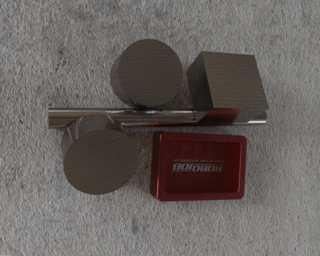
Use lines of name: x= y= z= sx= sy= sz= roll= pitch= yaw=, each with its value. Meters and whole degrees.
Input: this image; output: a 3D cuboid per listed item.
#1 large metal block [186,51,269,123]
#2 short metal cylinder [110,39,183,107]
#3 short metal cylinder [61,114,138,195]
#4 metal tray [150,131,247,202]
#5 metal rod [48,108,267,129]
large metal block: x=0.088 y=-0.053 z=0.416 sx=0.081 sy=0.050 sz=0.080 roll=-1 pitch=69 yaw=-20
short metal cylinder: x=-0.018 y=-0.066 z=0.390 sx=0.081 sy=0.050 sz=0.080 roll=0 pitch=90 yaw=-20
short metal cylinder: x=-0.071 y=0.029 z=0.358 sx=0.081 sy=0.050 sz=0.079 roll=-8 pitch=113 yaw=-18
metal tray: x=0.055 y=0.052 z=0.427 sx=0.131 sy=0.030 sz=0.089 roll=4 pitch=89 yaw=-20
metal rod: x=0.011 y=-0.014 z=0.416 sx=0.303 sy=0.025 sz=0.025 roll=-1 pitch=91 yaw=-20
